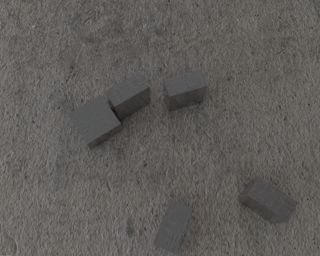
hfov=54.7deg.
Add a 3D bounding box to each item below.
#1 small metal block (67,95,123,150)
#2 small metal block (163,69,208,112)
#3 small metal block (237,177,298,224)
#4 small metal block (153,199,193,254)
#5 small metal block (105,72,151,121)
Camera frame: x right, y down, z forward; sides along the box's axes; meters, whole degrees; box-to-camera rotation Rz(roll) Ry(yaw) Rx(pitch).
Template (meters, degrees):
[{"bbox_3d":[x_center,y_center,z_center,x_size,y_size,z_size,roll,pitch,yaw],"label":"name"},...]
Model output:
[{"bbox_3d":[-0.085,-0.008,0.410,0.050,0.025,0.050,-33,73,-11],"label":"small metal block"},{"bbox_3d":[0.032,-0.049,0.413,0.050,0.050,0.025,-17,71,-6],"label":"small metal block"},{"bbox_3d":[0.124,0.086,0.364,0.050,0.050,0.025,33,74,11],"label":"small metal block"},{"bbox_3d":[0.014,0.113,0.354,0.025,0.050,0.050,23,72,8],"label":"small metal block"},{"bbox_3d":[-0.041,-0.040,0.409,0.050,0.050,0.025,-31,73,-11],"label":"small metal block"}]
